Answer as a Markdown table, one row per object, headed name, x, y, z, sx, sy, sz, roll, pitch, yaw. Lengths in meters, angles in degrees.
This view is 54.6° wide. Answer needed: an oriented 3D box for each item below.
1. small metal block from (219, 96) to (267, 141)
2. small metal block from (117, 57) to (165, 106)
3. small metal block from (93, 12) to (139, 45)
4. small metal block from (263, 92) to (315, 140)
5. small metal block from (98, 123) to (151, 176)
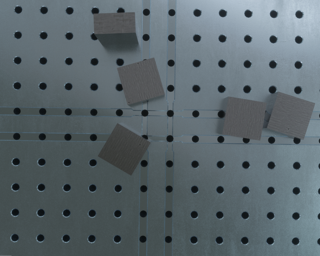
| name | x | y | z | sx | sy | sz | roll | pitch | yaw |
| --- | --- | --- | --- | --- | --- | --- | --- | --- | --- |
| small metal block | 0.110 | -0.012 | 0.414 | 0.050 | 0.025 | 0.050 | 9 | 90 | 0 |
| small metal block | -0.025 | -0.061 | 0.413 | 0.050 | 0.025 | 0.050 | -16 | 90 | 0 |
| small metal block | -0.055 | -0.127 | 0.400 | 0.050 | 0.050 | 0.025 | -2 | 90 | 0 |
| small metal block | 0.170 | -0.016 | 0.414 | 0.050 | 0.025 | 0.050 | 18 | 90 | 0 |
| small metal block | -0.046 | 0.028 | 0.413 | 0.050 | 0.025 | 0.050 | 30 | 90 | 0 |
